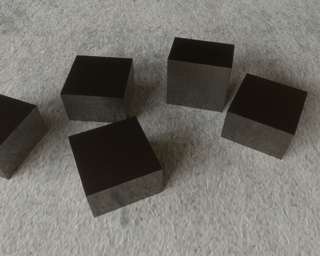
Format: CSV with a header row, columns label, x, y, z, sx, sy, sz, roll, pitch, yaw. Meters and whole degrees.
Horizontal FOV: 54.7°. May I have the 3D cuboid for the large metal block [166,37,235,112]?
label,x,y,z,sx,sy,sz,roll,pitch,yaw
large metal block,0.054,-0.073,0.429,0.080,0.080,0.050,10,51,7

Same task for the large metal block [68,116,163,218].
label,x,y,z,sx,sy,sz,roll,pitch,yaw
large metal block,-0.050,0.042,0.351,0.081,0.050,0.080,-18,53,-15

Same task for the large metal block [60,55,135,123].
label,x,y,z,sx,sy,sz,roll,pitch,yaw
large metal block,-0.082,-0.055,0.432,0.080,0.050,0.080,4,50,3

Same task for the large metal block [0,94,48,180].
label,x,y,z,sx,sy,sz,roll,pitch,yaw
large metal block,-0.202,0.006,0.379,0.080,0.050,0.080,17,52,13

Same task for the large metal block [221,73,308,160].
label,x,y,z,sx,sy,sz,roll,pitch,yaw
large metal block,0.135,-0.017,0.403,0.080,0.050,0.080,22,53,17
